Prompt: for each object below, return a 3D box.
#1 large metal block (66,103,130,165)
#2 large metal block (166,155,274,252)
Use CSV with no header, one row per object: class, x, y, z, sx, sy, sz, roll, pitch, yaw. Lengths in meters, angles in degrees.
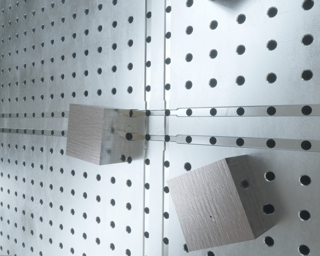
large metal block,-0.095,0.007,0.469,0.080,0.050,0.079,9,96,39
large metal block,0.064,0.082,0.339,0.080,0.050,0.080,-28,73,36
